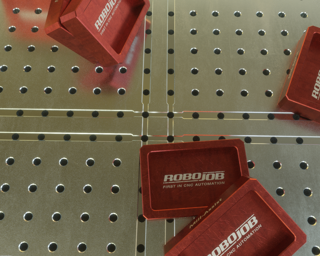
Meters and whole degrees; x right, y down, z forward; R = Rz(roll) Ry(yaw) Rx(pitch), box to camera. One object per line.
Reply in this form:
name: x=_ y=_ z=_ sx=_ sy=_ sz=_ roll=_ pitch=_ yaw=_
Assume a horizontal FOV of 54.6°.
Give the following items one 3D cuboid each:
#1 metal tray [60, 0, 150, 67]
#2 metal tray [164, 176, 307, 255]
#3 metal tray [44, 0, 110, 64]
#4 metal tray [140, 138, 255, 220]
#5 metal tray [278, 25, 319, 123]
metal tray: x=-0.068 y=-0.160 z=0.425 sx=0.030 sy=0.090 sz=0.130 roll=-4 pitch=54 yaw=37
metal tray: x=0.080 y=0.127 z=0.340 sx=0.130 sy=0.030 sz=0.090 roll=-41 pitch=89 yaw=-3
metal tray: x=-0.104 y=-0.169 z=0.438 sx=0.030 sy=0.090 sz=0.130 roll=-10 pitch=65 yaw=35
metal tray: x=0.043 y=0.064 z=0.385 sx=0.131 sy=0.030 sz=0.090 roll=-4 pitch=70 yaw=-2
metal tray: x=0.232 y=-0.073 z=0.437 sx=0.090 sy=0.030 sz=0.130 roll=22 pitch=71 yaw=8
